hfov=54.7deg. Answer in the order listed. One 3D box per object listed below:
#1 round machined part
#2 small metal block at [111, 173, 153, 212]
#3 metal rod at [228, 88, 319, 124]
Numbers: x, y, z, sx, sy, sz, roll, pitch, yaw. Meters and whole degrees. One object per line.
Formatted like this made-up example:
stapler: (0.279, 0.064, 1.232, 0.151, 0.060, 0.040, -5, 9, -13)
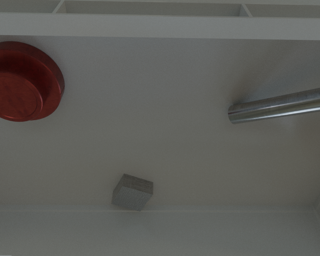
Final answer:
round machined part: (-0.165, -0.045, 0.357, 0.099, 0.042, 0.097, -1, 130, 0)
small metal block: (-0.044, 0.105, 0.498, 0.050, 0.025, 0.050, 20, 127, -17)
metal rod: (0.199, -0.035, 0.293, 0.299, 0.025, 0.025, -10, 136, 45)
